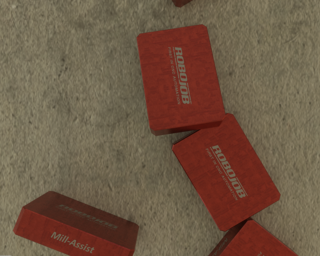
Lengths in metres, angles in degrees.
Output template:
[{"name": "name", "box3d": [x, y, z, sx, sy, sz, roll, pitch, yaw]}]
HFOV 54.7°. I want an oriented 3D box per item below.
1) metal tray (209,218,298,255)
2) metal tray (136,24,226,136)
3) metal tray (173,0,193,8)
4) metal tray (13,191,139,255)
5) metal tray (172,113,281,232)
[{"name": "metal tray", "box3d": [0.109, 0.193, 0.409, 0.090, 0.030, 0.130, 39, 90, -1]}, {"name": "metal tray", "box3d": [0.024, -0.061, 0.391, 0.091, 0.030, 0.129, -9, 75, 0]}, {"name": "metal tray", "box3d": [0.029, -0.240, 0.408, 0.090, 0.030, 0.130, -31, 90, -1]}, {"name": "metal tray", "box3d": [-0.094, 0.122, 0.376, 0.131, 0.090, 0.030, 22, 90, -1]}, {"name": "metal tray", "box3d": [0.085, 0.056, 0.409, 0.090, 0.030, 0.130, -31, 90, -1]}]
